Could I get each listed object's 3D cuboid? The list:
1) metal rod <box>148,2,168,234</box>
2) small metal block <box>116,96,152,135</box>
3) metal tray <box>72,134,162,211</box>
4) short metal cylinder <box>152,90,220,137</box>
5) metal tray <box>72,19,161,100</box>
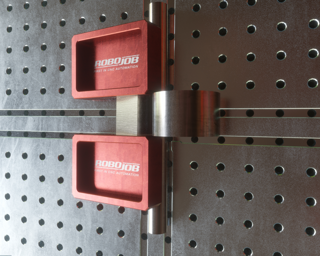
[{"bbox_3d":[-0.003,-0.013,0.409,0.025,0.025,0.298,0,90,20],"label":"metal rod"},{"bbox_3d":[-0.034,-0.016,0.409,0.050,0.025,0.050,1,91,51],"label":"small metal block"},{"bbox_3d":[-0.060,0.054,0.412,0.130,0.030,0.089,1,90,32],"label":"metal tray"},{"bbox_3d":[0.031,-0.016,0.369,0.080,0.080,0.050,0,90,20],"label":"short metal cylinder"},{"bbox_3d":[-0.061,-0.085,0.413,0.130,0.030,0.089,0,90,32],"label":"metal tray"}]
